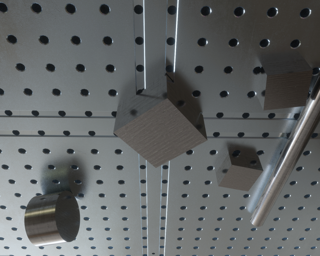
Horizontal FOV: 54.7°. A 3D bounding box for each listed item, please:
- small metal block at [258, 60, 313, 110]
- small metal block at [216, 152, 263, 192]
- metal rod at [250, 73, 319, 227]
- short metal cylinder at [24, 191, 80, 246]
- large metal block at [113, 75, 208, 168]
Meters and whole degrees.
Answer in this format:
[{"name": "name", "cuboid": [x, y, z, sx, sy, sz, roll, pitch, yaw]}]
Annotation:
[{"name": "small metal block", "cuboid": [0.148, -0.051, 0.371, 0.050, 0.025, 0.050, -6, 130, 4]}, {"name": "small metal block", "cuboid": [0.120, 0.068, 0.471, 0.050, 0.025, 0.050, 12, 129, -10]}, {"name": "metal rod", "cuboid": [0.187, 0.053, 0.459, 0.025, 0.025, 0.298, 4, 130, -4]}, {"name": "short metal cylinder", "cuboid": [-0.170, 0.144, 0.496, 0.050, 0.080, 0.080, -12, 129, 9]}, {"name": "large metal block", "cuboid": [0.001, -0.006, 0.390, 0.080, 0.050, 0.080, -31, 124, 23]}]
